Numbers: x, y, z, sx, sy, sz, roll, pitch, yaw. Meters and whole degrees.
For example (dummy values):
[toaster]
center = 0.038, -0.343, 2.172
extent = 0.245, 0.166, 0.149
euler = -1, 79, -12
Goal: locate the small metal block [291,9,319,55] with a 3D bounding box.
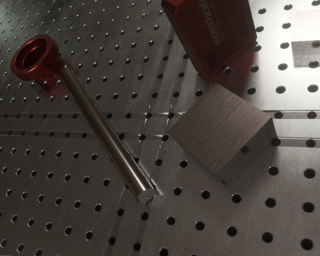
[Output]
[small metal block]
center = 0.192, -0.118, 0.380
extent = 0.050, 0.025, 0.050
euler = 5, 64, 30

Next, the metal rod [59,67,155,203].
[metal rod]
center = -0.092, -0.009, 0.460
extent = 0.025, 0.025, 0.300
euler = -41, 51, 0

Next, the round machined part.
[round machined part]
center = -0.234, -0.129, 0.596
extent = 0.098, 0.042, 0.098
euler = -13, 56, 20

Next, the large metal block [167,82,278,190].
[large metal block]
center = 0.070, 0.008, 0.350
extent = 0.080, 0.050, 0.080
euler = -45, 51, -4

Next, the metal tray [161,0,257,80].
[metal tray]
center = 0.067, -0.131, 0.385
extent = 0.090, 0.130, 0.030
euler = -41, 51, 0
